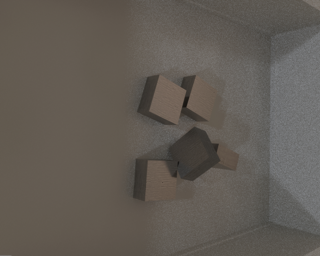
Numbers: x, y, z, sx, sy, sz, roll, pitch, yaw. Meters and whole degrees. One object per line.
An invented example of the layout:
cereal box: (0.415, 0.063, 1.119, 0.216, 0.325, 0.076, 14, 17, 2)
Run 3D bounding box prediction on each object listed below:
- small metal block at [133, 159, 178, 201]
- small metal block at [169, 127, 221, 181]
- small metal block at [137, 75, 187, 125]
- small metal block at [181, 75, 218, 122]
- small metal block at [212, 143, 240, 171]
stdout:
small metal block: (-0.005, 0.066, 0.402, 0.050, 0.025, 0.050, 7, 86, -40)
small metal block: (0.045, 0.035, 0.413, 0.025, 0.050, 0.050, 21, 37, -43)
small metal block: (0.003, -0.036, 0.409, 0.050, 0.025, 0.050, 25, 75, -37)
small metal block: (0.053, -0.042, 0.451, 0.050, 0.025, 0.050, 28, 73, -37)
small metal block: (0.080, 0.042, 0.457, 0.050, 0.050, 0.025, 26, 74, -37)
